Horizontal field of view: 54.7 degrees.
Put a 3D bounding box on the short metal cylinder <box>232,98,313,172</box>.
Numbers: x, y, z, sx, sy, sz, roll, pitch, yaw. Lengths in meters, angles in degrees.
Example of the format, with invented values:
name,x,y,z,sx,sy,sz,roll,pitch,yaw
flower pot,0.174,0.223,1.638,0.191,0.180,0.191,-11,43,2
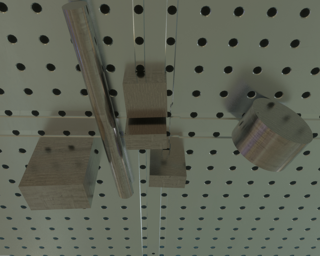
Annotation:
name,x,y,z,sx,sy,sz,roll,pitch,yaw
short metal cylinder,0.137,0.007,0.384,0.081,0.080,0.050,16,128,-14

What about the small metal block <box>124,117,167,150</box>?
name,x,y,z,sx,sy,sz,roll,pitch,yaw
small metal block,-0.017,0.001,0.396,0.050,0.050,0.025,-1,130,1

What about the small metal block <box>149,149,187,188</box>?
name,x,y,z,sx,sy,sz,roll,pitch,yaw
small metal block,0.010,0.058,0.445,0.050,0.050,0.025,3,130,-3

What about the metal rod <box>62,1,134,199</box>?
name,x,y,z,sx,sy,sz,roll,pitch,yaw
metal rod,-0.070,-0.009,0.403,0.025,0.025,0.298,-5,130,3

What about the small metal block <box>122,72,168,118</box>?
name,x,y,z,sx,sy,sz,roll,pitch,yaw
small metal block,-0.017,-0.040,0.378,0.050,0.025,0.050,-2,130,1

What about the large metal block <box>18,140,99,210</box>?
name,x,y,z,sx,sy,sz,roll,pitch,yaw
large metal block,-0.134,0.064,0.428,0.081,0.080,0.050,-2,130,1
